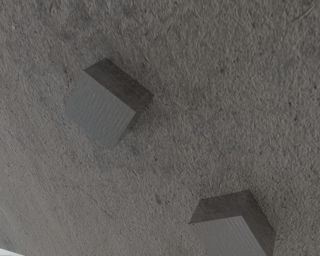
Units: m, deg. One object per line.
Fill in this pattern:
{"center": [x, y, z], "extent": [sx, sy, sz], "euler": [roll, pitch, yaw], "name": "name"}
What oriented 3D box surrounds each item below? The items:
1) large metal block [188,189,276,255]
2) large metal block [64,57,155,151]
{"center": [0.100, 0.138, 0.424], "extent": [0.080, 0.050, 0.080], "euler": [-23, 106, 36], "name": "large metal block"}
{"center": [-0.068, -0.031, 0.407], "extent": [0.080, 0.050, 0.080], "euler": [39, 129, 2], "name": "large metal block"}
